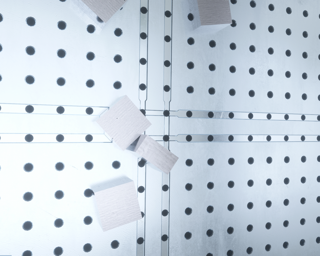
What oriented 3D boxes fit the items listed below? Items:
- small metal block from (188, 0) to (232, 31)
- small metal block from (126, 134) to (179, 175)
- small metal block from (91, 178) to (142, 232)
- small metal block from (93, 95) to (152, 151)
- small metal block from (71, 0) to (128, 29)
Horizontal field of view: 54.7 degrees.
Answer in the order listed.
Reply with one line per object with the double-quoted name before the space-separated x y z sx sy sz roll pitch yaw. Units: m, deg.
"small metal block" 0.071 -0.168 0.440 0.050 0.025 0.050 -11 94 -20
"small metal block" -0.011 0.032 0.396 0.050 0.050 0.025 37 78 -17
"small metal block" -0.055 0.096 0.393 0.050 0.025 0.050 -14 95 -20
"small metal block" -0.048 -0.006 0.396 0.050 0.025 0.050 -44 104 -15
"small metal block" -0.073 -0.162 0.386 0.050 0.025 0.050 42 77 -16
